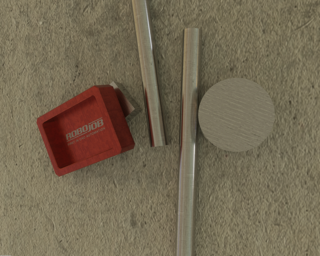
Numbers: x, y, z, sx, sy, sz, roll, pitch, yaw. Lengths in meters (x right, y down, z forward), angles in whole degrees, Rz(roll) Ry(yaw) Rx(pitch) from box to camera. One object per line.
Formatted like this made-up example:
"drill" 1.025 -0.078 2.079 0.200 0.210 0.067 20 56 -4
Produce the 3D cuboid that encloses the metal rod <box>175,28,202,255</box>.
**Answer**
"metal rod" 0.036 0.025 0.395 0.025 0.025 0.298 2 91 19

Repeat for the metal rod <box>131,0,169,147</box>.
"metal rod" -0.020 -0.124 0.415 0.025 0.025 0.298 -9 87 19

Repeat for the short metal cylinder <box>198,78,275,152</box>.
"short metal cylinder" 0.085 -0.014 0.357 0.080 0.050 0.079 0 90 7

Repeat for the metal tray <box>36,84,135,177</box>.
"metal tray" -0.105 0.006 0.421 0.130 0.030 0.090 -22 88 32

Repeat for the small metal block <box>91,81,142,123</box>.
"small metal block" -0.062 -0.029 0.430 0.050 0.025 0.050 -41 78 15
